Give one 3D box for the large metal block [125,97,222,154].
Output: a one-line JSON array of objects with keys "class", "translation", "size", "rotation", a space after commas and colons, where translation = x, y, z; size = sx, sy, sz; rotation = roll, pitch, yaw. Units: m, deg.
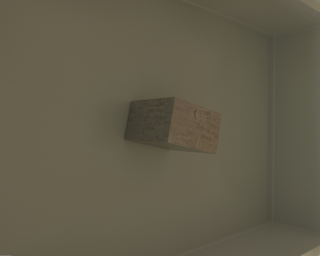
[{"class": "large metal block", "translation": [0.016, -0.001, 0.383], "size": [0.081, 0.080, 0.050], "rotation": [16, 80, -39]}]
